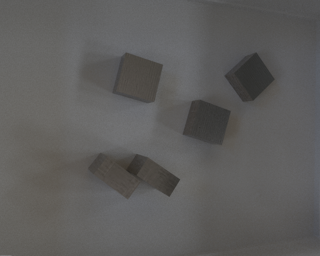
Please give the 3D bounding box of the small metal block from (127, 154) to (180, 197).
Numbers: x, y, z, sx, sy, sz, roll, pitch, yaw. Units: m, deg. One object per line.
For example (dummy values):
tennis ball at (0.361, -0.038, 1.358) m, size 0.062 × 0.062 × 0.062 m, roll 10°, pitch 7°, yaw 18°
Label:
small metal block at (-0.010, 0.059, 0.394) m, size 0.050 × 0.050 × 0.025 m, roll 36°, pitch 79°, yaw -17°

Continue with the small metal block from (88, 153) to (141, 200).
small metal block at (-0.057, 0.057, 0.376) m, size 0.050 × 0.050 × 0.025 m, roll 40°, pitch 77°, yaw -16°

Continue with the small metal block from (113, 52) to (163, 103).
small metal block at (-0.029, -0.063, 0.400) m, size 0.050 × 0.025 × 0.050 m, roll 15°, pitch 85°, yaw -20°

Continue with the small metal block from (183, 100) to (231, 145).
small metal block at (0.066, -0.007, 0.434) m, size 0.050 × 0.025 × 0.050 m, roll 18°, pitch 84°, yaw -19°

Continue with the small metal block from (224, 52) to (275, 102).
small metal block at (0.133, -0.075, 0.459) m, size 0.050 × 0.025 × 0.050 m, roll -43°, pitch 104°, yaw -15°
